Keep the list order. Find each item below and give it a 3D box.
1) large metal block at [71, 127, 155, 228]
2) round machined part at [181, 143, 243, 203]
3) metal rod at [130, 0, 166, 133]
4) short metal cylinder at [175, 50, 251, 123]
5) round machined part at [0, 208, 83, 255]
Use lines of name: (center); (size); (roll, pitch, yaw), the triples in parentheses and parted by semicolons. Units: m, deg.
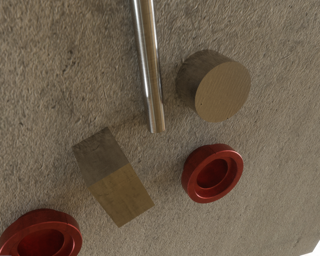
large metal block: (-0.057, 0.058, 0.376); (0.050, 0.080, 0.080); (-31, 129, -9)
round machined part: (0.076, 0.065, 0.477); (0.099, 0.042, 0.097); (-14, 124, -21)
metal rod: (-0.018, -0.123, 0.320); (0.025, 0.025, 0.298); (-19, 126, -18)
short metal cylinder: (0.067, -0.054, 0.394); (0.081, 0.050, 0.079); (-14, 124, -21)
round machined part: (-0.154, 0.144, 0.400); (0.099, 0.042, 0.097); (-14, 124, -21)
